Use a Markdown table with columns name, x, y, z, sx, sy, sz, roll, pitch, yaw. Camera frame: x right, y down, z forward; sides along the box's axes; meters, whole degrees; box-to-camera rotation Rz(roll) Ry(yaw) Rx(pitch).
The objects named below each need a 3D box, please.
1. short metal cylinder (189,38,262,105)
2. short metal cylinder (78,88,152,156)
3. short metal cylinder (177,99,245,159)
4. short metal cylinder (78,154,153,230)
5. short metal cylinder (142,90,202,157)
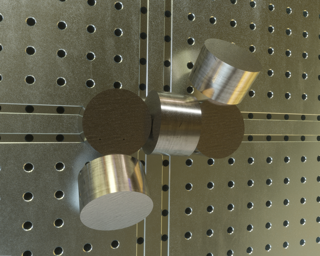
| name | x | y | z | sx | sy | sz | roll | pitch | yaw |
| --- | --- | --- | --- | --- | --- | --- | --- | --- | --- |
| short metal cylinder | 0.085 | -0.075 | 0.409 | 0.081 | 0.080 | 0.050 | 9 | 129 | -20 |
| short metal cylinder | -0.056 | -0.006 | 0.378 | 0.081 | 0.050 | 0.079 | 0 | 90 | -21 |
| short metal cylinder | 0.067 | 0.000 | 0.425 | 0.081 | 0.050 | 0.079 | 0 | 90 | -21 |
| short metal cylinder | -0.052 | 0.076 | 0.359 | 0.081 | 0.050 | 0.080 | -10 | 137 | -9 |
| short metal cylinder | 0.011 | -0.005 | 0.388 | 0.050 | 0.080 | 0.080 | 5 | 88 | -20 |
